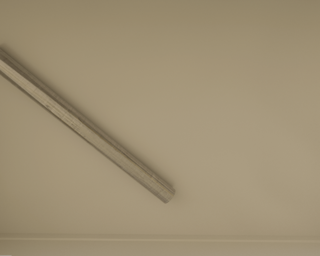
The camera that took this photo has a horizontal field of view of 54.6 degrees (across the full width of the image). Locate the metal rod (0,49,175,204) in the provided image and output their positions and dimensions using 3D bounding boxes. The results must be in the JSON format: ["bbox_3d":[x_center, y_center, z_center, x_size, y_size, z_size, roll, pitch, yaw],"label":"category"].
[{"bbox_3d":[-0.097,0.003,0.411,0.300,0.025,0.025,41,105,-14],"label":"metal rod"}]
